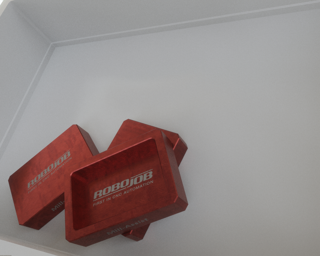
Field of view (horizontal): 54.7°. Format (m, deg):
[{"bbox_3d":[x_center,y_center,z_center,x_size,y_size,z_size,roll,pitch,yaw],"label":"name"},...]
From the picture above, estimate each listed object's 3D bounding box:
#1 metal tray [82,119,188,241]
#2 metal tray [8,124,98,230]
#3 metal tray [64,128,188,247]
[{"bbox_3d":[-0.034,0.059,0.383,0.090,0.030,0.130,17,70,34],"label":"metal tray"},{"bbox_3d":[-0.146,0.067,0.436,0.130,0.030,0.090,-39,51,1],"label":"metal tray"},{"bbox_3d":[-0.043,0.066,0.343,0.130,0.030,0.090,-24,53,13],"label":"metal tray"}]
